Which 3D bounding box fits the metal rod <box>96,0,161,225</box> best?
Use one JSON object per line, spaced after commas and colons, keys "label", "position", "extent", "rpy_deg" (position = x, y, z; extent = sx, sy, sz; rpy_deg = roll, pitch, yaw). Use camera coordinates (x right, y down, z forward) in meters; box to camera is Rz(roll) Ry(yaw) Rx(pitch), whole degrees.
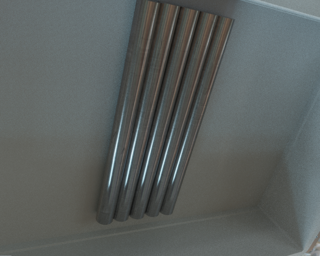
{"label": "metal rod", "position": [-0.045, -0.001, 0.381], "extent": [0.025, 0.025, 0.298], "rpy_deg": [0, 118, -29]}

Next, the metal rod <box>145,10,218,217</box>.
{"label": "metal rod", "position": [0.021, -0.001, 0.417], "extent": [0.025, 0.025, 0.298], "rpy_deg": [0, 118, -29]}

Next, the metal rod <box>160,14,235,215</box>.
{"label": "metal rod", "position": [0.043, -0.001, 0.430], "extent": [0.025, 0.025, 0.298], "rpy_deg": [0, 118, -29]}

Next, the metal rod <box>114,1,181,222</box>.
{"label": "metal rod", "position": [-0.024, -0.002, 0.392], "extent": [0.025, 0.025, 0.298], "rpy_deg": [0, 118, -29]}

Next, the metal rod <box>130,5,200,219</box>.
{"label": "metal rod", "position": [-0.002, -0.002, 0.405], "extent": [0.025, 0.025, 0.298], "rpy_deg": [0, 118, -29]}
